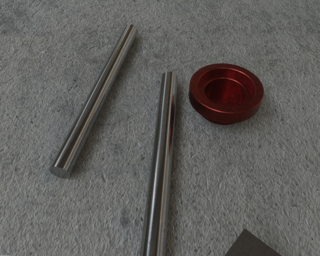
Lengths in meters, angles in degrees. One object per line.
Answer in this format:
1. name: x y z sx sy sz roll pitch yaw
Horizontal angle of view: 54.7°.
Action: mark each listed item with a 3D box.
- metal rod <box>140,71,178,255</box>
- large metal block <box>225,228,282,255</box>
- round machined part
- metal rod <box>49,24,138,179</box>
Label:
1. metal rod: 0.002 0.039 0.370 0.025 0.025 0.300 4 50 3
2. large metal block: 0.060 0.142 0.249 0.050 0.080 0.080 35 58 25
3. round machined part: 0.089 -0.043 0.429 0.099 0.042 0.098 0 50 0
4. metal rod: -0.083 -0.060 0.452 0.025 0.025 0.300 10 51 8
